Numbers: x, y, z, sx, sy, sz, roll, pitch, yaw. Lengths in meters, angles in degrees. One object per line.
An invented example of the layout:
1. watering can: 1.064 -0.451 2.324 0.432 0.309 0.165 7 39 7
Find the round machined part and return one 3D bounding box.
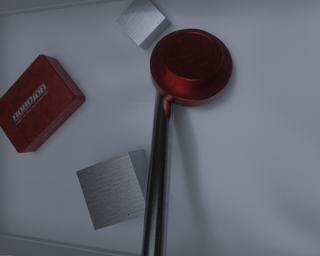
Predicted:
1. round machined part: 0.037 -0.078 0.367 0.099 0.042 0.098 0 71 0

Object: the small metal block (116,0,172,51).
1. small metal block: -0.022 -0.143 0.417 0.050 0.025 0.050 -43 77 14

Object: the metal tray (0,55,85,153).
1. metal tray: -0.187 -0.035 0.472 0.130 0.030 0.090 -42 77 14

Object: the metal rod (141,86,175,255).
1. metal rod: -0.001 0.059 0.344 0.025 0.025 0.299 -5 63 19

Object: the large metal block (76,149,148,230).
1. large metal block: -0.053 0.081 0.415 0.080 0.050 0.080 -22 83 18
